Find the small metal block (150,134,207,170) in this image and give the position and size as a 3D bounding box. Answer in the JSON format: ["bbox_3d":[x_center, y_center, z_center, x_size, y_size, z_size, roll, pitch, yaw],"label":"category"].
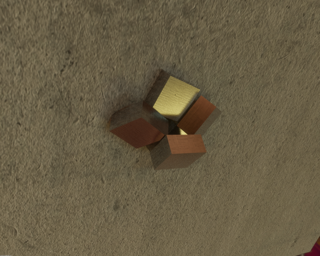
[{"bbox_3d":[0.022,0.031,0.394,0.050,0.025,0.050,0,151,-29],"label":"small metal block"}]

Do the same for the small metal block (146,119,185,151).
[{"bbox_3d":[0.015,0.020,0.431,0.050,0.025,0.050,-48,129,5],"label":"small metal block"}]

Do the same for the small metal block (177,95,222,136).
[{"bbox_3d":[0.054,-0.013,0.418,0.050,0.025,0.050,-52,162,8],"label":"small metal block"}]

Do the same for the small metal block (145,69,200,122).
[{"bbox_3d":[0.014,-0.040,0.393,0.050,0.025,0.050,19,108,-36],"label":"small metal block"}]

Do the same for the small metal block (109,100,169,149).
[{"bbox_3d":[-0.025,-0.003,0.380,0.050,0.025,0.050,-21,139,31],"label":"small metal block"}]
